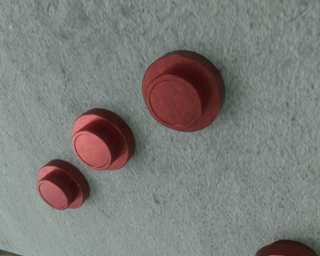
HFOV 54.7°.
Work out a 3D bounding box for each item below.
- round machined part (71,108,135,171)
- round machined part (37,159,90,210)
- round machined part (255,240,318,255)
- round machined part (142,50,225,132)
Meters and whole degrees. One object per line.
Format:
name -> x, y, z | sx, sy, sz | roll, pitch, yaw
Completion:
round machined part -> -0.090, 0.024, 0.456 | 0.098, 0.042, 0.097 | 13, 124, 20
round machined part -> -0.179, 0.108, 0.554 | 0.098, 0.042, 0.097 | 13, 124, 20
round machined part -> 0.178, 0.192, 0.420 | 0.098, 0.042, 0.097 | 13, 124, 20
round machined part -> 0.022, -0.037, 0.360 | 0.098, 0.042, 0.097 | 13, 124, 20
